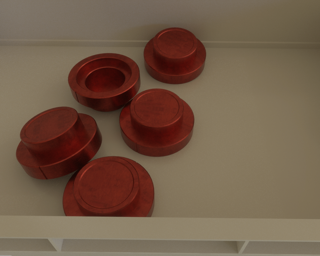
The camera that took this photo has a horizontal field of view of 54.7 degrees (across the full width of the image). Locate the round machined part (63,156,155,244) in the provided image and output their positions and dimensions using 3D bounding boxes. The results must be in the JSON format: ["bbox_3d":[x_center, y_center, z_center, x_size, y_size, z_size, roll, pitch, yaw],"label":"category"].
[{"bbox_3d":[-0.055,0.070,0.335,0.099,0.042,0.098,0,50,0],"label":"round machined part"}]

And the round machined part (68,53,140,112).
[{"bbox_3d":[-0.077,-0.061,0.443,0.099,0.042,0.098,-1,49,1],"label":"round machined part"}]

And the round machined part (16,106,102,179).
[{"bbox_3d":[-0.123,0.011,0.366,0.098,0.042,0.098,-10,37,8],"label":"round machined part"}]

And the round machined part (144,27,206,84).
[{"bbox_3d":[0.024,-0.120,0.487,0.099,0.042,0.098,0,58,1],"label":"round machined part"}]

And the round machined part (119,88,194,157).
[{"bbox_3d":[-0.004,-0.014,0.406,0.099,0.042,0.098,0,50,0],"label":"round machined part"}]
